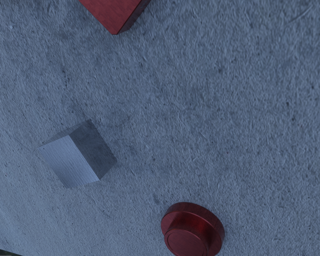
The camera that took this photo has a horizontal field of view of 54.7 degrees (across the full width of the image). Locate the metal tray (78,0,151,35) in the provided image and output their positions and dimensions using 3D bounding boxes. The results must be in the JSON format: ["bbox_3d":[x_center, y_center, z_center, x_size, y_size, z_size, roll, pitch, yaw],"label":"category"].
[{"bbox_3d":[-0.038,-0.173,0.315,0.090,0.030,0.129,46,129,-4],"label":"metal tray"}]

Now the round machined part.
[{"bbox_3d":[0.046,0.165,0.473,0.098,0.042,0.097,13,124,20],"label":"round machined part"}]

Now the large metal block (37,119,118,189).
[{"bbox_3d":[-0.128,0.042,0.481,0.080,0.050,0.080,-19,108,35],"label":"large metal block"}]
